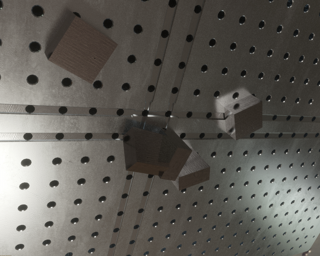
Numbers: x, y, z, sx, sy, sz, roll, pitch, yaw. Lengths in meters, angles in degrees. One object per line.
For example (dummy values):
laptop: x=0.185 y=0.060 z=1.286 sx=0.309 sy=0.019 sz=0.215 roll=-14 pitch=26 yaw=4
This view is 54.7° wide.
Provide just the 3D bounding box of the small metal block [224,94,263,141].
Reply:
small metal block: x=0.128 y=-0.016 z=0.474 sx=0.050 sy=0.025 sz=0.050 roll=-24 pitch=128 yaw=-14

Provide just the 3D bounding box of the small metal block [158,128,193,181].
small metal block: x=0.011 y=0.036 z=0.425 sx=0.025 sy=0.050 sz=0.050 roll=16 pitch=110 yaw=-35

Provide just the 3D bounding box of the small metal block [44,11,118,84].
small metal block: x=-0.081 y=-0.082 z=0.318 sx=0.050 sy=0.025 sz=0.050 roll=28 pitch=103 yaw=-38

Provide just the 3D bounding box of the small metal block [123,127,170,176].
small metal block: x=-0.018 y=0.031 z=0.402 sx=0.050 sy=0.050 sz=0.025 roll=15 pitch=140 yaw=-35

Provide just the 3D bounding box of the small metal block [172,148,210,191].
small metal block: x=0.038 y=0.059 z=0.455 sx=0.050 sy=0.050 sz=0.025 roll=-16 pitch=125 yaw=-20
